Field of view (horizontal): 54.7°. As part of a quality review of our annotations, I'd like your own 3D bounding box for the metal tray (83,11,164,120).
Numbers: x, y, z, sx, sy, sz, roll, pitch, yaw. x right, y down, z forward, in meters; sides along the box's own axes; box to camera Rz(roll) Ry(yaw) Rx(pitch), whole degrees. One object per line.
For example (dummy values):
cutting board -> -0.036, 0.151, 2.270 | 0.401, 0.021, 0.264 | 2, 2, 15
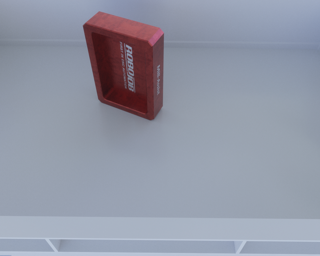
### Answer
metal tray -> -0.043, -0.075, 0.399 | 0.090, 0.129, 0.030 | 20, 53, 16
